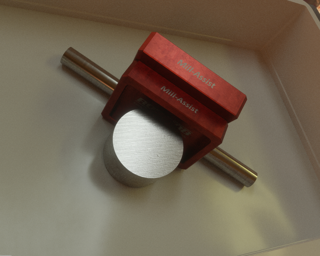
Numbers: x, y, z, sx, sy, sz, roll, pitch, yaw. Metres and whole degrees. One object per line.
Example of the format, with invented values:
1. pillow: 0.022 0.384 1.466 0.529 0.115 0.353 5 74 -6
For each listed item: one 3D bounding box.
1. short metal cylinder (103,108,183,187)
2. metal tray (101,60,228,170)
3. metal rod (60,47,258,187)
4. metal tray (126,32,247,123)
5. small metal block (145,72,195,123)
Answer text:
1. short metal cylinder: -0.020 0.024 0.356 0.081 0.050 0.080 9 66 -19
2. metal tray: 0.003 -0.010 0.371 0.130 0.090 0.030 34 51 -7
3. metal rod: 0.003 -0.011 0.415 0.301 0.025 0.025 34 51 -6
4. metal tray: 0.026 -0.047 0.374 0.130 0.090 0.030 34 68 -7
5. small metal block: 0.015 -0.043 0.440 0.050 0.025 0.050 35 51 -5
